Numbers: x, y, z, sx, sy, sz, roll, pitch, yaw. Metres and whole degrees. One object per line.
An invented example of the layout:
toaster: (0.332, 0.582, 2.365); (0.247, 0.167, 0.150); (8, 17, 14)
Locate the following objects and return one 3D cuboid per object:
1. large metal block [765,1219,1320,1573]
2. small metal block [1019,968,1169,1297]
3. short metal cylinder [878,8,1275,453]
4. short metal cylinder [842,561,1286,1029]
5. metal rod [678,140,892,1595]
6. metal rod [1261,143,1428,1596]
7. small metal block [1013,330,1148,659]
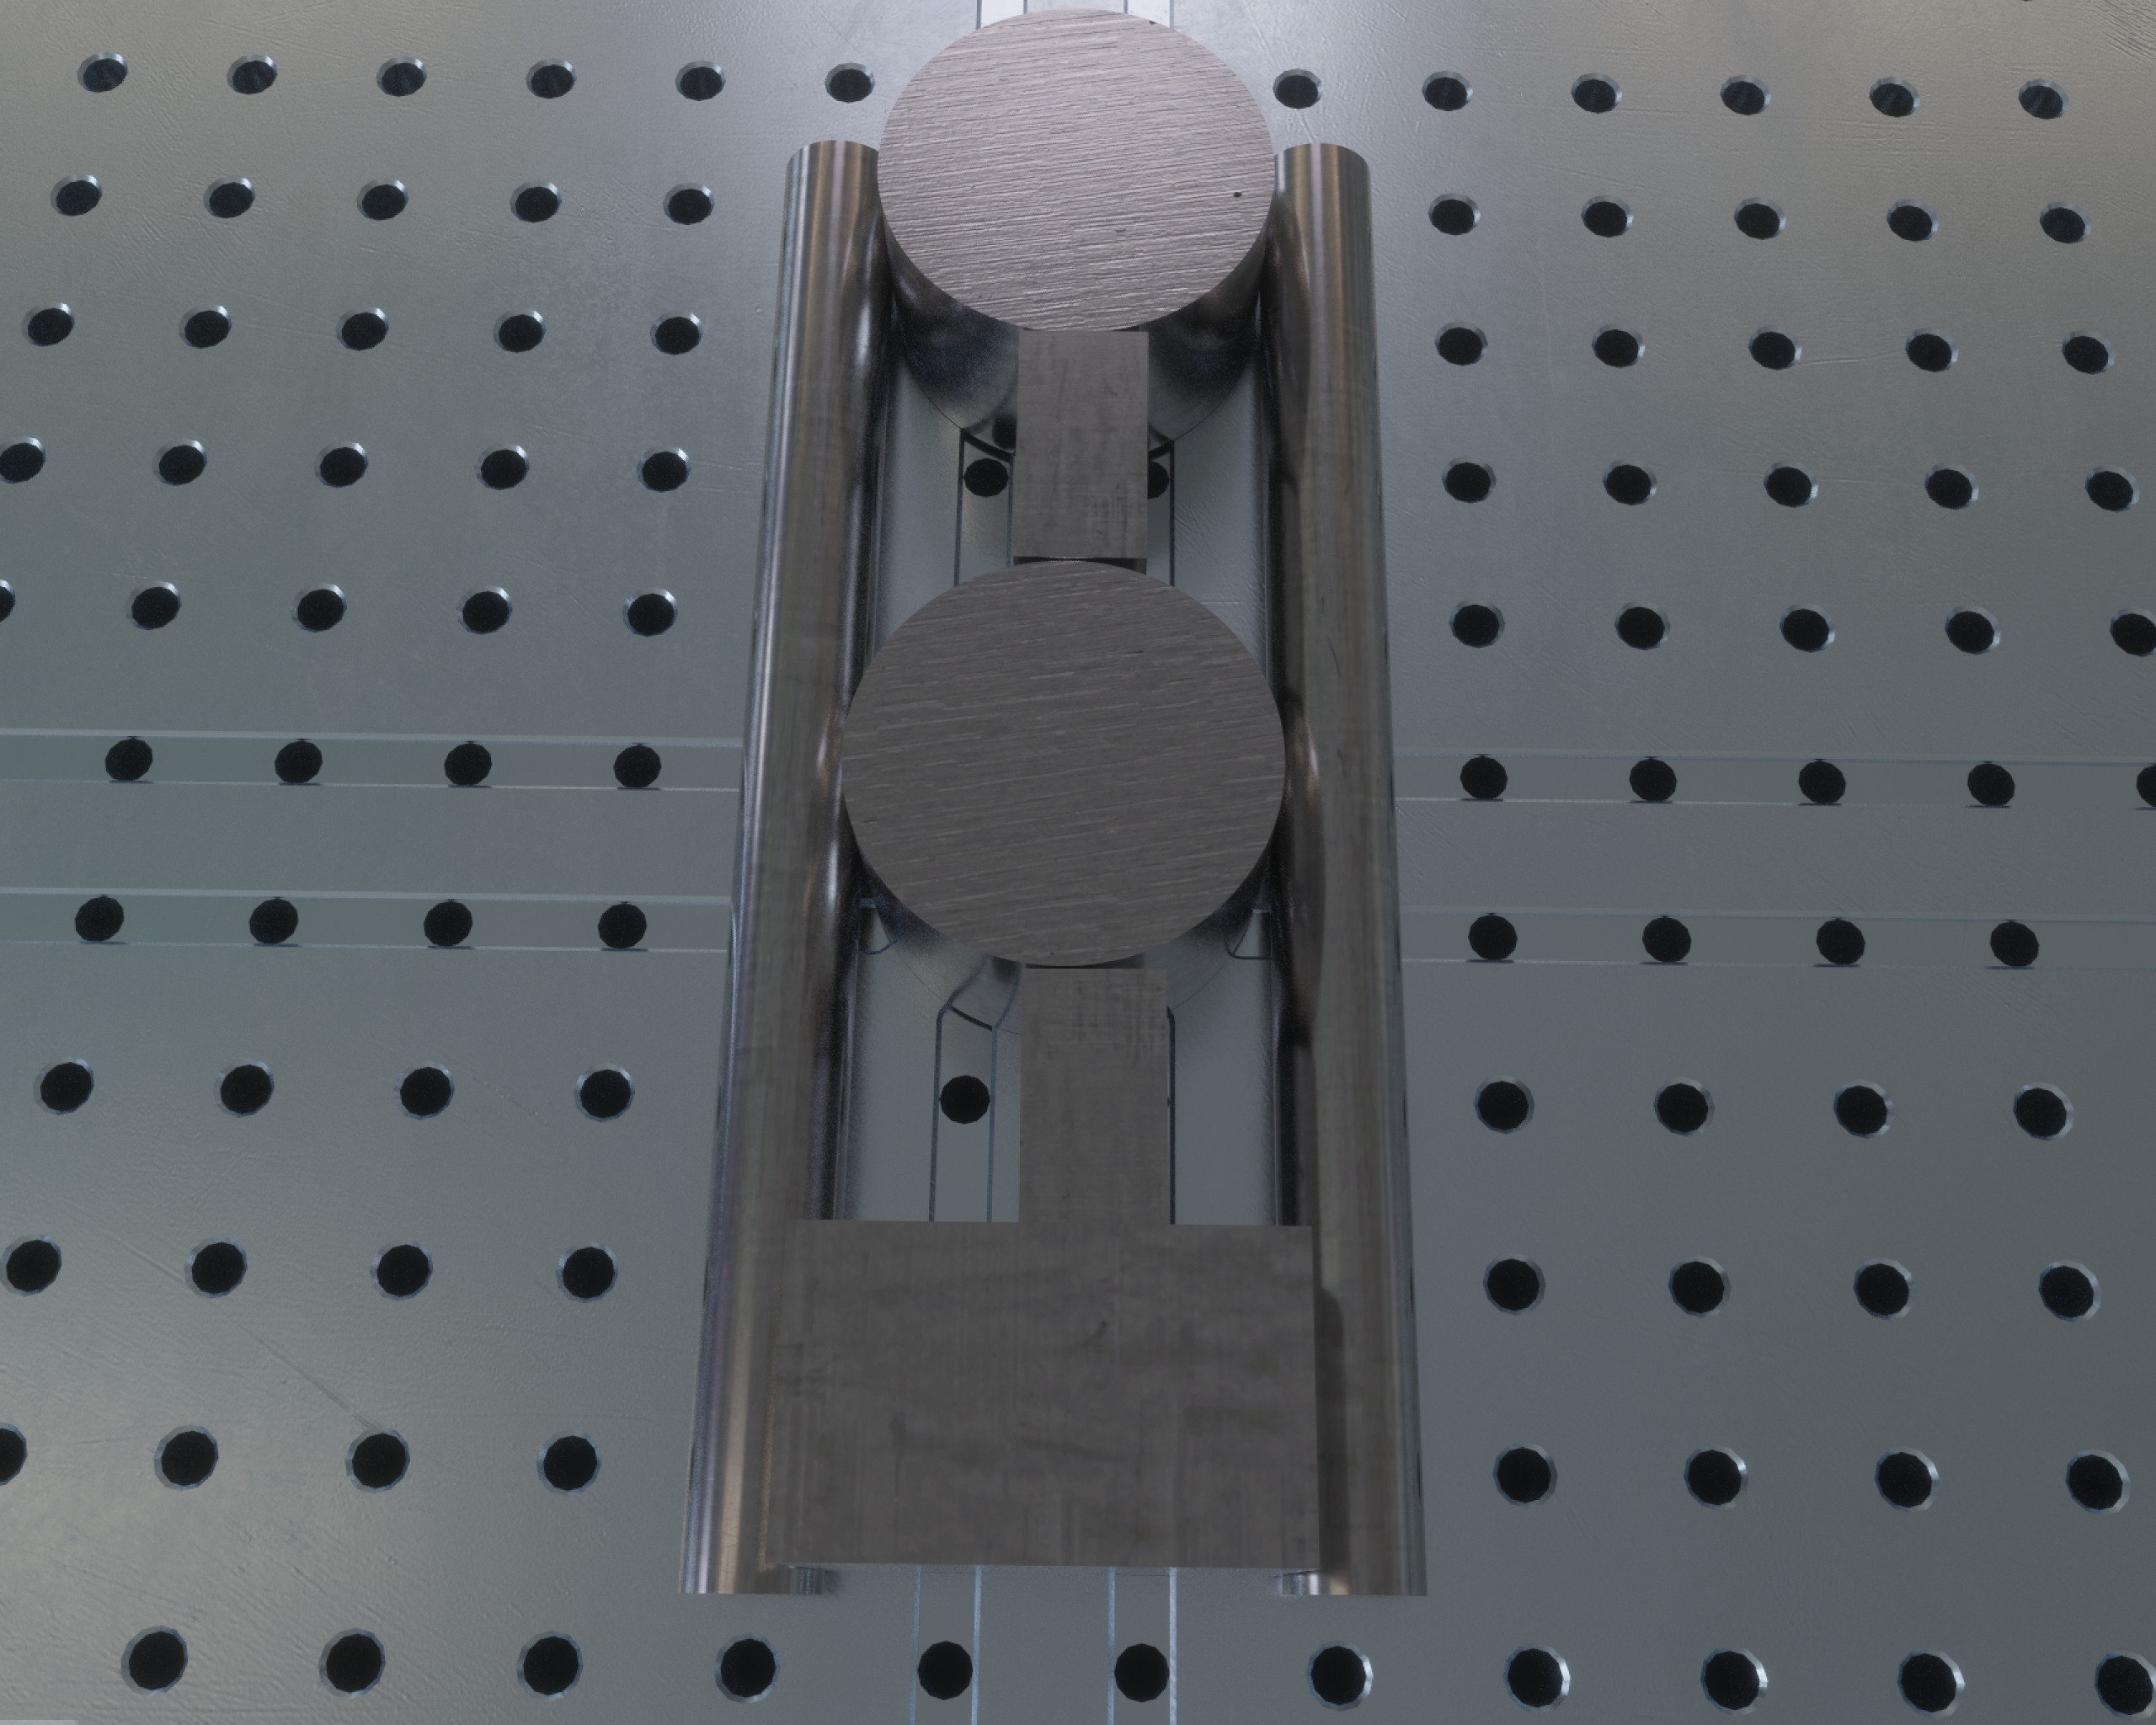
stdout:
large metal block: (-0.005, 0.092, 0.349); (0.080, 0.080, 0.050); (1, 70, 0)
small metal block: (0.003, 0.050, 0.379); (0.025, 0.050, 0.050); (0, 70, 0)
short metal cylinder: (0.000, -0.133, 0.446); (0.081, 0.050, 0.080); (0, 70, 0)
short metal cylinder: (-0.003, -0.011, 0.402); (0.081, 0.050, 0.080); (0, 70, 0)
metal rod: (-0.055, -0.013, 0.415); (0.025, 0.025, 0.299); (1, 70, 0)
metal rod: (0.051, -0.012, 0.415); (0.025, 0.025, 0.299); (1, 70, 0)
small metal block: (0.001, -0.072, 0.423); (0.025, 0.050, 0.050); (1, 70, 0)
